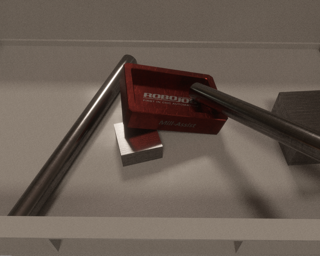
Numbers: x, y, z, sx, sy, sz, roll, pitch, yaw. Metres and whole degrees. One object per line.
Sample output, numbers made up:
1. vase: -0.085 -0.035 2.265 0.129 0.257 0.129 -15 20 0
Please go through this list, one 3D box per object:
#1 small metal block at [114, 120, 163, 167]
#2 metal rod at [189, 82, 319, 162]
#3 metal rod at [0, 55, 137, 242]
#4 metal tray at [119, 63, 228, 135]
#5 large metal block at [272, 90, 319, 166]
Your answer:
1. small metal block: -0.028 0.016 0.391 0.050 0.025 0.050 -12 51 -10
2. metal rod: 0.129 0.005 0.310 0.025 0.025 0.300 -27 35 -21
3. metal rod: -0.100 0.001 0.402 0.025 0.025 0.301 16 52 13
4. metal tray: 0.016 -0.039 0.411 0.131 0.030 0.090 5 48 -18
5. large metal block: 0.196 -0.002 0.393 0.081 0.050 0.080 -3 50 -3
